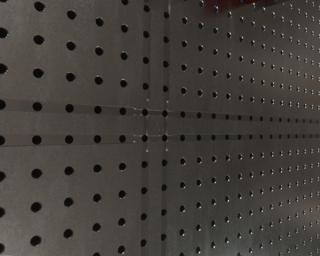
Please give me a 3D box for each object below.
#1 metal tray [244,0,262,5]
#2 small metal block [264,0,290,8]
[{"bbox_3d":[0.169,-0.281,0.506,0.030,0.090,0.129,-34,112,-37],"label":"metal tray"},{"bbox_3d":[0.223,-0.266,0.599,0.050,0.025,0.050,-28,108,-37],"label":"small metal block"}]
